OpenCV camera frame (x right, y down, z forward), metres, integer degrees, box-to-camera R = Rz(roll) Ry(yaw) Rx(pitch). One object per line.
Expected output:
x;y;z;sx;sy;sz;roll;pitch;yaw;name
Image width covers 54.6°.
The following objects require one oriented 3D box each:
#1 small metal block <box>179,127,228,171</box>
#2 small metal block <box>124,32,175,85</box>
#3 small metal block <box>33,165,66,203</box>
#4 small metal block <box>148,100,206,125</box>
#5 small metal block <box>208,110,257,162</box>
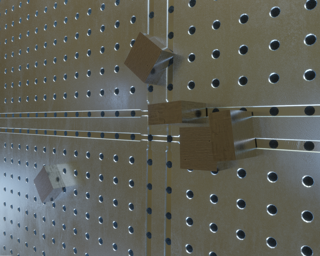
0.051;0.024;0.368;0.050;0.025;0.050;-2;89;40;small metal block
-0.016;-0.095;0.424;0.050;0.025;0.050;46;118;30;small metal block
-0.209;0.105;0.584;0.050;0.025;0.050;-47;62;30;small metal block
0.021;-0.017;0.377;0.050;0.050;0.025;-3;88;40;small metal block
0.078;0.008;0.329;0.025;0.050;0.050;-9;84;40;small metal block
